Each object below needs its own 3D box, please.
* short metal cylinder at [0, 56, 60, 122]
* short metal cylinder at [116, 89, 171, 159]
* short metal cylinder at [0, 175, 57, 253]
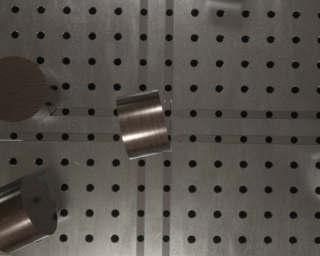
[{"bbox_3d":[-0.177,-0.047,0.399,0.081,0.050,0.079,0,90,-1],"label":"short metal cylinder"},{"bbox_3d":[-0.020,-0.004,0.386,0.050,0.080,0.080,-12,90,0],"label":"short metal cylinder"},{"bbox_3d":[-0.172,0.105,0.384,0.050,0.080,0.080,-25,90,0],"label":"short metal cylinder"}]
